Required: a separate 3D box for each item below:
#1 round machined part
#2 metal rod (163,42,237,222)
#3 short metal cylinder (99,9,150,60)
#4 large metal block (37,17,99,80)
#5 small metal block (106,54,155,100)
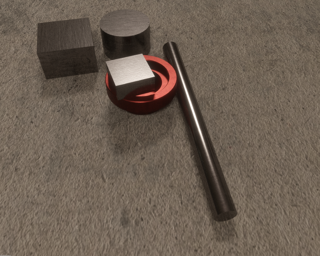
[{"bbox_3d":[-0.026,-0.057,0.440,0.099,0.042,0.098,0,50,0],"label":"round machined part"},{"bbox_3d":[0.043,-0.020,0.420,0.025,0.025,0.300,-8,50,-7],"label":"metal rod"},{"bbox_3d":[-0.057,-0.154,0.516,0.081,0.050,0.080,0,50,0],"label":"short metal cylinder"},{"bbox_3d":[-0.146,-0.128,0.493,0.081,0.050,0.080,-10,51,-9],"label":"large metal block"},{"bbox_3d":[-0.039,-0.068,0.405,0.050,0.025,0.050,-16,52,-13],"label":"small metal block"}]
